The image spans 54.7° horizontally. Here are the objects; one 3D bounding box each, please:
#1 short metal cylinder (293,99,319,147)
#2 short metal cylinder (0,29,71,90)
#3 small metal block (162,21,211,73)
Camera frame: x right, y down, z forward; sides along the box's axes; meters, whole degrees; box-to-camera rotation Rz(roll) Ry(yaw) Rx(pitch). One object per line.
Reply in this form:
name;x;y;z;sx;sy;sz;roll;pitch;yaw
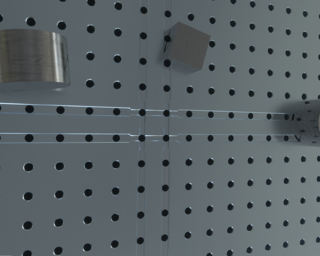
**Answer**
short metal cylinder;0.266;-0.008;0.500;0.081;0.050;0.079;0;90;-20
short metal cylinder;-0.140;-0.070;0.332;0.081;0.080;0.050;-5;92;-20
small metal block;0.036;-0.110;0.427;0.050;0.025;0.050;18;84;-20
